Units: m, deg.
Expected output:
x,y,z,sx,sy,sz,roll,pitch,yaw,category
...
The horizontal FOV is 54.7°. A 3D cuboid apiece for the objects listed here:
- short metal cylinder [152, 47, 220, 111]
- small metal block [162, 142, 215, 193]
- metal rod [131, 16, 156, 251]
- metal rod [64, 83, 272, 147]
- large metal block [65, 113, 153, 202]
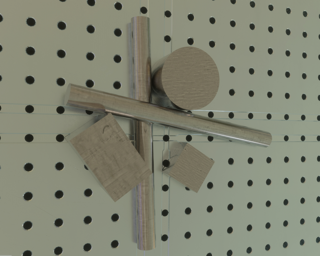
x,y,z,sx,sy,sz,roll,pitch,yaw,category
0.031,-0.062,0.412,0.081,0.050,0.079,0,90,-21,short metal cylinder
0.039,0.054,0.429,0.050,0.025,0.050,35,79,-17,small metal block
-0.022,0.007,0.406,0.025,0.025,0.298,-2,91,-20,metal rod
0.031,-0.009,0.405,0.302,0.025,0.025,12,86,-28,metal rod
-0.063,0.031,0.360,0.050,0.080,0.080,-37,102,-16,large metal block
